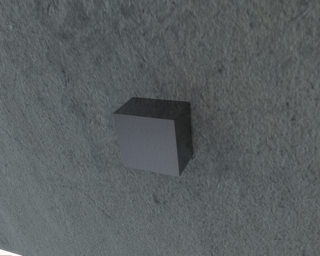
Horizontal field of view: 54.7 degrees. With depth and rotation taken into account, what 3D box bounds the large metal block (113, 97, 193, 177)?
[{"bbox_3d":[-0.006,0.009,0.398,0.080,0.050,0.079,7,122,24],"label":"large metal block"}]
